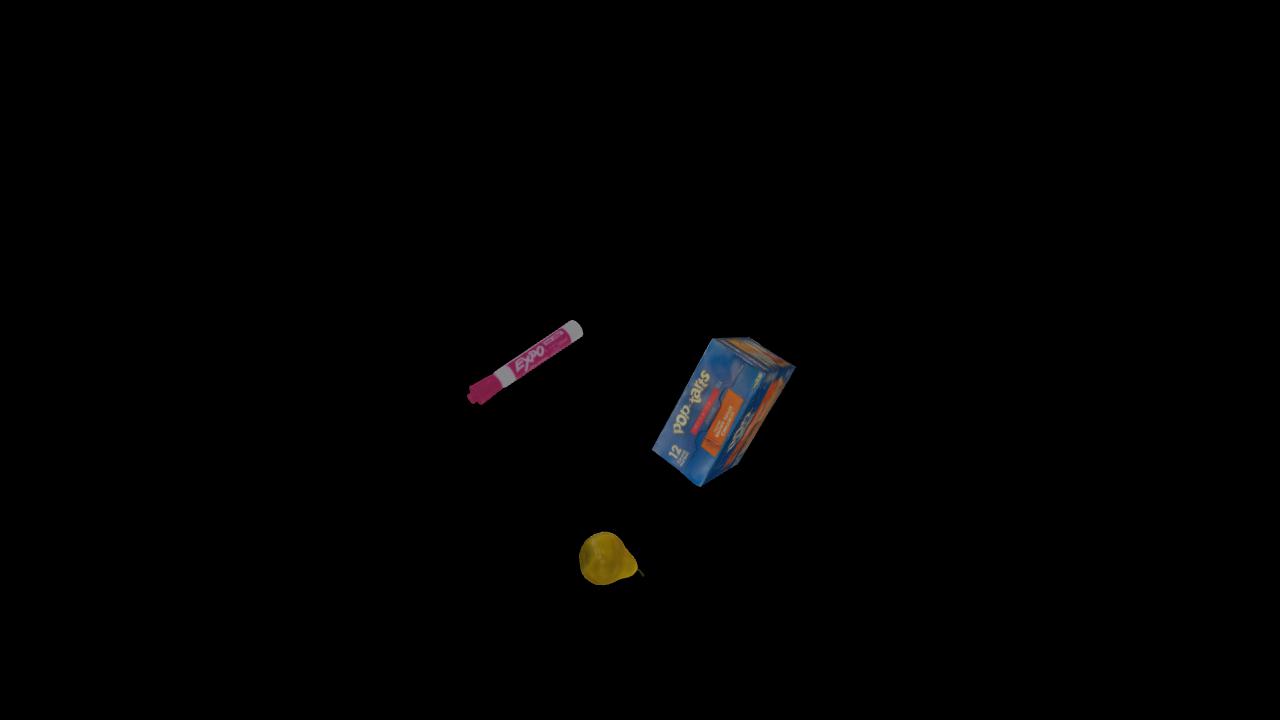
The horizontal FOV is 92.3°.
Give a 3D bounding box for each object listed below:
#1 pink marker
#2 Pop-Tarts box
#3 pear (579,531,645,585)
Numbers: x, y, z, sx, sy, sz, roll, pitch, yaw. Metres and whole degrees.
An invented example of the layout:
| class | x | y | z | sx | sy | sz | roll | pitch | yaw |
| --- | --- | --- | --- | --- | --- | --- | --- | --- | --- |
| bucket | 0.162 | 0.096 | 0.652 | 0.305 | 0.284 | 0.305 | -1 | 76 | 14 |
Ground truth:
| class | x | y | z | sx | sy | sz | roll | pitch | yaw |
| --- | --- | --- | --- | --- | --- | --- | --- | --- | --- |
| pink marker | -0.101 | 0.002 | 0.546 | 0.121 | 0.020 | 0.020 | -37 | 20 | -29 |
| Pop-Tarts box | 0.112 | 0.062 | 0.800 | 0.083 | 0.167 | 0.141 | 34 | 17 | 23 |
| pear | -0.038 | 0.313 | 0.966 | 0.111 | 0.080 | 0.080 | 17 | -9 | -32 |
